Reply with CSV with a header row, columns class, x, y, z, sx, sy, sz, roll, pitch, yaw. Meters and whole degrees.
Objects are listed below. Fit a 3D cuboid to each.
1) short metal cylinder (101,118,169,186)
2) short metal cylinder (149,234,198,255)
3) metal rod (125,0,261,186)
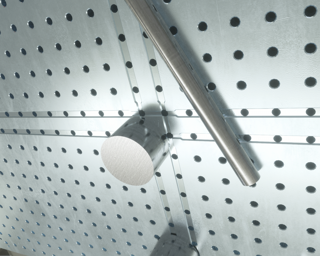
class,x,y,z,sx,sy,sz,roll,pitch,yaw
short metal cylinder,-0.034,0.033,0.432,0.080,0.050,0.079,13,124,20
short metal cylinder,0.020,0.229,0.525,0.080,0.050,0.079,13,124,20
metal rod,0.033,-0.056,0.358,0.025,0.025,0.299,-25,105,36
